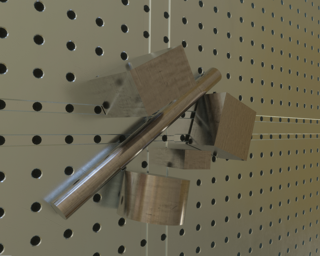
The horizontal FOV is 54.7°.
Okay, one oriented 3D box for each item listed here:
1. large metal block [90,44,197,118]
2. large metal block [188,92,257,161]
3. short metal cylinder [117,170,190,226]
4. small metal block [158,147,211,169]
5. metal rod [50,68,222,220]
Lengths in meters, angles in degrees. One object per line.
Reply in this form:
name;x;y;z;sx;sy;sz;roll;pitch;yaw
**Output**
large metal block;-0.019;-0.053;0.360;0.081;0.080;0.050;-35;112;-35
large metal block;0.097;0.000;0.473;0.080;0.050;0.080;25;75;-38
short metal cylinder;-0.007;0.081;0.368;0.081;0.080;0.050;15;81;-39
small metal block;0.034;0.042;0.424;0.050;0.050;0.025;7;86;-40
metal rod;-0.010;0.002;0.402;0.302;0.025;0.025;-42;116;-32
